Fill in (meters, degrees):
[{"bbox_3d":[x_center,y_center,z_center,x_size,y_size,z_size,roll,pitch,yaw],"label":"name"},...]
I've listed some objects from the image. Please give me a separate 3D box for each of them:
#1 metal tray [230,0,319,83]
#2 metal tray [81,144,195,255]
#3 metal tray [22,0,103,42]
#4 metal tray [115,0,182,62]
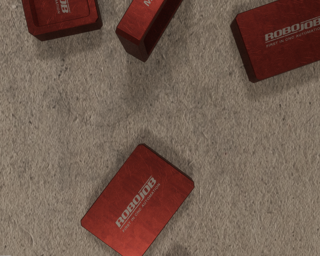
[{"bbox_3d":[0.171,-0.123,0.410,0.131,0.030,0.090,-19,90,-1],"label":"metal tray"},{"bbox_3d":[-0.028,0.096,0.407,0.090,0.030,0.130,37,90,-1],"label":"metal tray"},{"bbox_3d":[-0.134,-0.188,0.405,0.091,0.030,0.129,-12,90,-1],"label":"metal tray"},{"bbox_3d":[-0.001,-0.151,0.376,0.030,0.090,0.130,31,90,2],"label":"metal tray"}]
